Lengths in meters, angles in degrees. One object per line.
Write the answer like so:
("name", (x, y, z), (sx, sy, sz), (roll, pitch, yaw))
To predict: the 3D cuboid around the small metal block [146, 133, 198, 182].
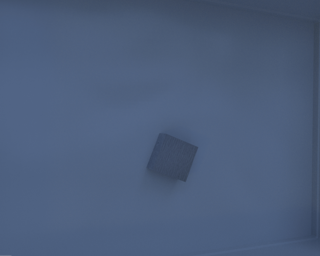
("small metal block", (0.017, 0.040, 0.418), (0.050, 0.025, 0.050), (23, 82, -19))
